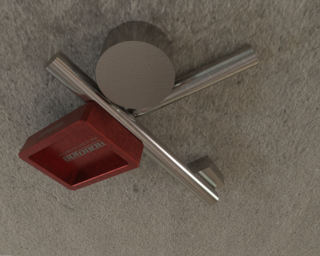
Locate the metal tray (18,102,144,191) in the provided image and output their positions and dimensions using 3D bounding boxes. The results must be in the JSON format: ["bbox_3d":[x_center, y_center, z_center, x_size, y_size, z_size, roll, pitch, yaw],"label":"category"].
[{"bbox_3d":[-0.097,0.029,0.378,0.130,0.030,0.090,-24,127,33],"label":"metal tray"}]

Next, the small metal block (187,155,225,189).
[{"bbox_3d":[0.063,0.074,0.472,0.050,0.025,0.050,-27,126,20],"label":"small metal block"}]

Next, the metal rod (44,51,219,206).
[{"bbox_3d":[-0.016,0.019,0.392,0.025,0.025,0.300,-32,124,24],"label":"metal rod"}]

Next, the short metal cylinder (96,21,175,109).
[{"bbox_3d":[-0.025,-0.067,0.334,0.081,0.050,0.079,0,130,0],"label":"short metal cylinder"}]

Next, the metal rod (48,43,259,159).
[{"bbox_3d":[-0.027,-0.025,0.387,0.300,0.025,0.025,-23,127,18],"label":"metal rod"}]
